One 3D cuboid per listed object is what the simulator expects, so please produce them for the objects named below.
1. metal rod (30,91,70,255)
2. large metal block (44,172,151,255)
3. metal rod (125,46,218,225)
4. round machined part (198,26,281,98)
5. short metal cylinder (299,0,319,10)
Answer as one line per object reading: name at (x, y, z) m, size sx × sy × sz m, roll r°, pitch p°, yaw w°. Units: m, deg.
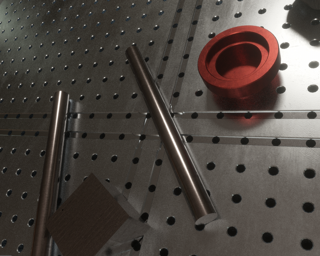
metal rod at (-0.156, 0.070, 0.444) m, size 0.025 × 0.025 × 0.299 m, roll -17°, pitch 55°, yaw 18°
large metal block at (-0.073, 0.113, 0.359) m, size 0.080 × 0.050 × 0.080 m, roll -48°, pitch 52°, yaw -6°
metal rod at (0.002, -0.014, 0.414) m, size 0.025 × 0.025 × 0.299 m, roll -30°, pitch 52°, yaw 9°
round machined part at (0.101, -0.078, 0.392) m, size 0.098 × 0.042 × 0.098 m, roll -13°, pitch 56°, yaw 20°
short metal cylinder at (0.202, -0.198, 0.389) m, size 0.080 × 0.080 × 0.050 m, roll -34°, pitch 52°, yaw 5°
